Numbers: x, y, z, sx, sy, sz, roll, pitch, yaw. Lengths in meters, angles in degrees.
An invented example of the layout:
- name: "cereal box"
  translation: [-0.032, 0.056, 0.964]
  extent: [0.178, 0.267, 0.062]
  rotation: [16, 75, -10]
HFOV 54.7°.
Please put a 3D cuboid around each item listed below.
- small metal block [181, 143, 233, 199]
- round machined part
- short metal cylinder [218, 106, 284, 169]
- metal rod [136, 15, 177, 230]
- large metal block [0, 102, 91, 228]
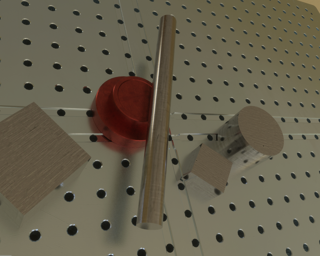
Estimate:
- name: "small metal block"
  translation: [0.063, 0.056, 0.410]
  extent: [0.050, 0.025, 0.050]
  rotation: [34, 51, -7]
- name: "round machined part"
  translation: [-0.034, -0.028, 0.397]
  extent: [0.099, 0.042, 0.098]
  rotation: [14, 56, -21]
- name: "short metal cylinder"
  translation: [0.133, 0.014, 0.458]
  extent: [0.081, 0.050, 0.080]
  rotation: [14, 56, -21]
- name: "metal rod"
  translation: [0.001, -0.032, 0.375]
  extent: [0.025, 0.025, 0.300]
  rotation: [18, 55, -19]
- name: "large metal block"
  translation: [-0.130, 0.035, 0.302]
  extent: [0.080, 0.050, 0.080]
  rotation: [44, 51, 2]
